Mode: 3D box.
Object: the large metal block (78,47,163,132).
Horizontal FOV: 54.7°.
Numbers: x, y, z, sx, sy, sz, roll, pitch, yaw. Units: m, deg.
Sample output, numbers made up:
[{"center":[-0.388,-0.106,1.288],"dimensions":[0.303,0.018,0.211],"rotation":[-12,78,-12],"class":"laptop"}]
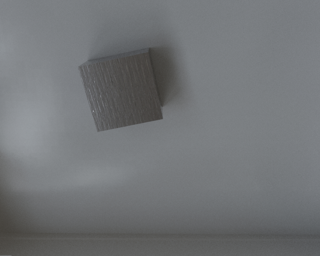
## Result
[{"center":[-0.044,-0.048,0.380],"dimensions":[0.080,0.050,0.079],"rotation":[-11,110,3],"class":"large metal block"}]
